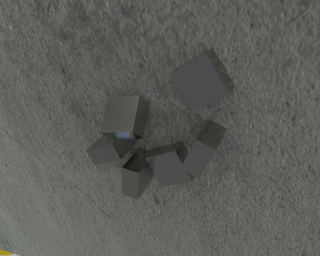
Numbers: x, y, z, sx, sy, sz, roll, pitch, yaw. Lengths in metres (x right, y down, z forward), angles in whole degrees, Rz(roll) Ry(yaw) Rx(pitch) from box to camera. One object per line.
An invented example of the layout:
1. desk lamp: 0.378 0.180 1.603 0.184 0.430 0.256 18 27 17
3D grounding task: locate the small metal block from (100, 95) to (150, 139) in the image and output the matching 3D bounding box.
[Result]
1. small metal block: -0.045 -0.013 0.402 0.050 0.050 0.025 -2 158 28

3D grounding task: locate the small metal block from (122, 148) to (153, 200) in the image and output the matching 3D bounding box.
1. small metal block: -0.031 0.065 0.446 0.025 0.050 0.050 16 125 18

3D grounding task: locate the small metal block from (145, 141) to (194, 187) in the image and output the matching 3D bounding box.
1. small metal block: 0.016 0.051 0.428 0.050 0.025 0.050 -17 110 34

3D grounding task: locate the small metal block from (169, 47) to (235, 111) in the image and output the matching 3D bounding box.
1. small metal block: 0.047 -0.054 0.348 0.050 0.025 0.050 -24 106 36

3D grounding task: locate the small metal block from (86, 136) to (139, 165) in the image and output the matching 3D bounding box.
1. small metal block: -0.067 0.024 0.439 0.050 0.050 0.025 -15 111 34

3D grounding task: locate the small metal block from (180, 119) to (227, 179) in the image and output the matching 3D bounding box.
1. small metal block: 0.054 0.025 0.377 0.025 0.050 0.050 30 128 8
